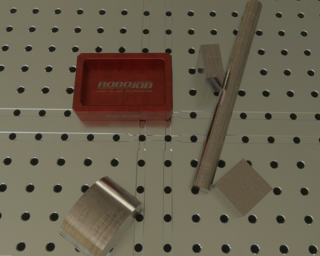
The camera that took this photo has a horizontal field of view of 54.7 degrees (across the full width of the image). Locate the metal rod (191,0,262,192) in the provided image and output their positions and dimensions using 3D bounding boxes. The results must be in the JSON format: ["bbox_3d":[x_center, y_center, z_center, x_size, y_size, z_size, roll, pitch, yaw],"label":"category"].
[{"bbox_3d":[0.099,-0.057,0.433,0.025,0.025,0.299,18,71,6],"label":"metal rod"}]

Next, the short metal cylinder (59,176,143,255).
[{"bbox_3d":[-0.064,0.101,0.345,0.050,0.080,0.080,35,74,11],"label":"short metal cylinder"}]

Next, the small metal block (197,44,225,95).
[{"bbox_3d":[0.069,-0.080,0.429,0.025,0.050,0.050,-5,70,-2],"label":"small metal block"}]

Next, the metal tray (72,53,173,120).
[{"bbox_3d":[-0.049,-0.058,0.429,0.131,0.030,0.090,0,70,-1],"label":"metal tray"}]

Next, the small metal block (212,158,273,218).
[{"bbox_3d":[0.101,0.075,0.386,0.050,0.025,0.050,-38,75,-13],"label":"small metal block"}]
